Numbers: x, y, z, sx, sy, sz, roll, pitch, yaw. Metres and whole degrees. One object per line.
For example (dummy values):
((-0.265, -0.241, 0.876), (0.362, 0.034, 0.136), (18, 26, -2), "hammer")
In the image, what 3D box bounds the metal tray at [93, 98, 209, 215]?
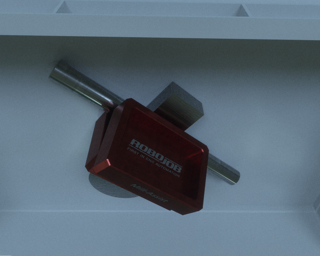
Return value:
((-0.003, 0.035, 0.361), (0.131, 0.090, 0.030), (32, 140, -25), "metal tray")

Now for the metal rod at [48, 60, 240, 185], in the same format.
((-0.003, 0.005, 0.413), (0.301, 0.025, 0.025), (32, 123, -25), "metal rod")

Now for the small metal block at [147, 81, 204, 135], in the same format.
((0.018, -0.022, 0.389), (0.050, 0.025, 0.050), (33, 122, -26), "small metal block")

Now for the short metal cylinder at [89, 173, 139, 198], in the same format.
((-0.052, 0.055, 0.429), (0.080, 0.050, 0.080), (4, 137, 4), "short metal cylinder")

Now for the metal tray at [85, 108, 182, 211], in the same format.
((-0.025, 0.040, 0.399), (0.131, 0.090, 0.030), (32, 123, -25), "metal tray")
